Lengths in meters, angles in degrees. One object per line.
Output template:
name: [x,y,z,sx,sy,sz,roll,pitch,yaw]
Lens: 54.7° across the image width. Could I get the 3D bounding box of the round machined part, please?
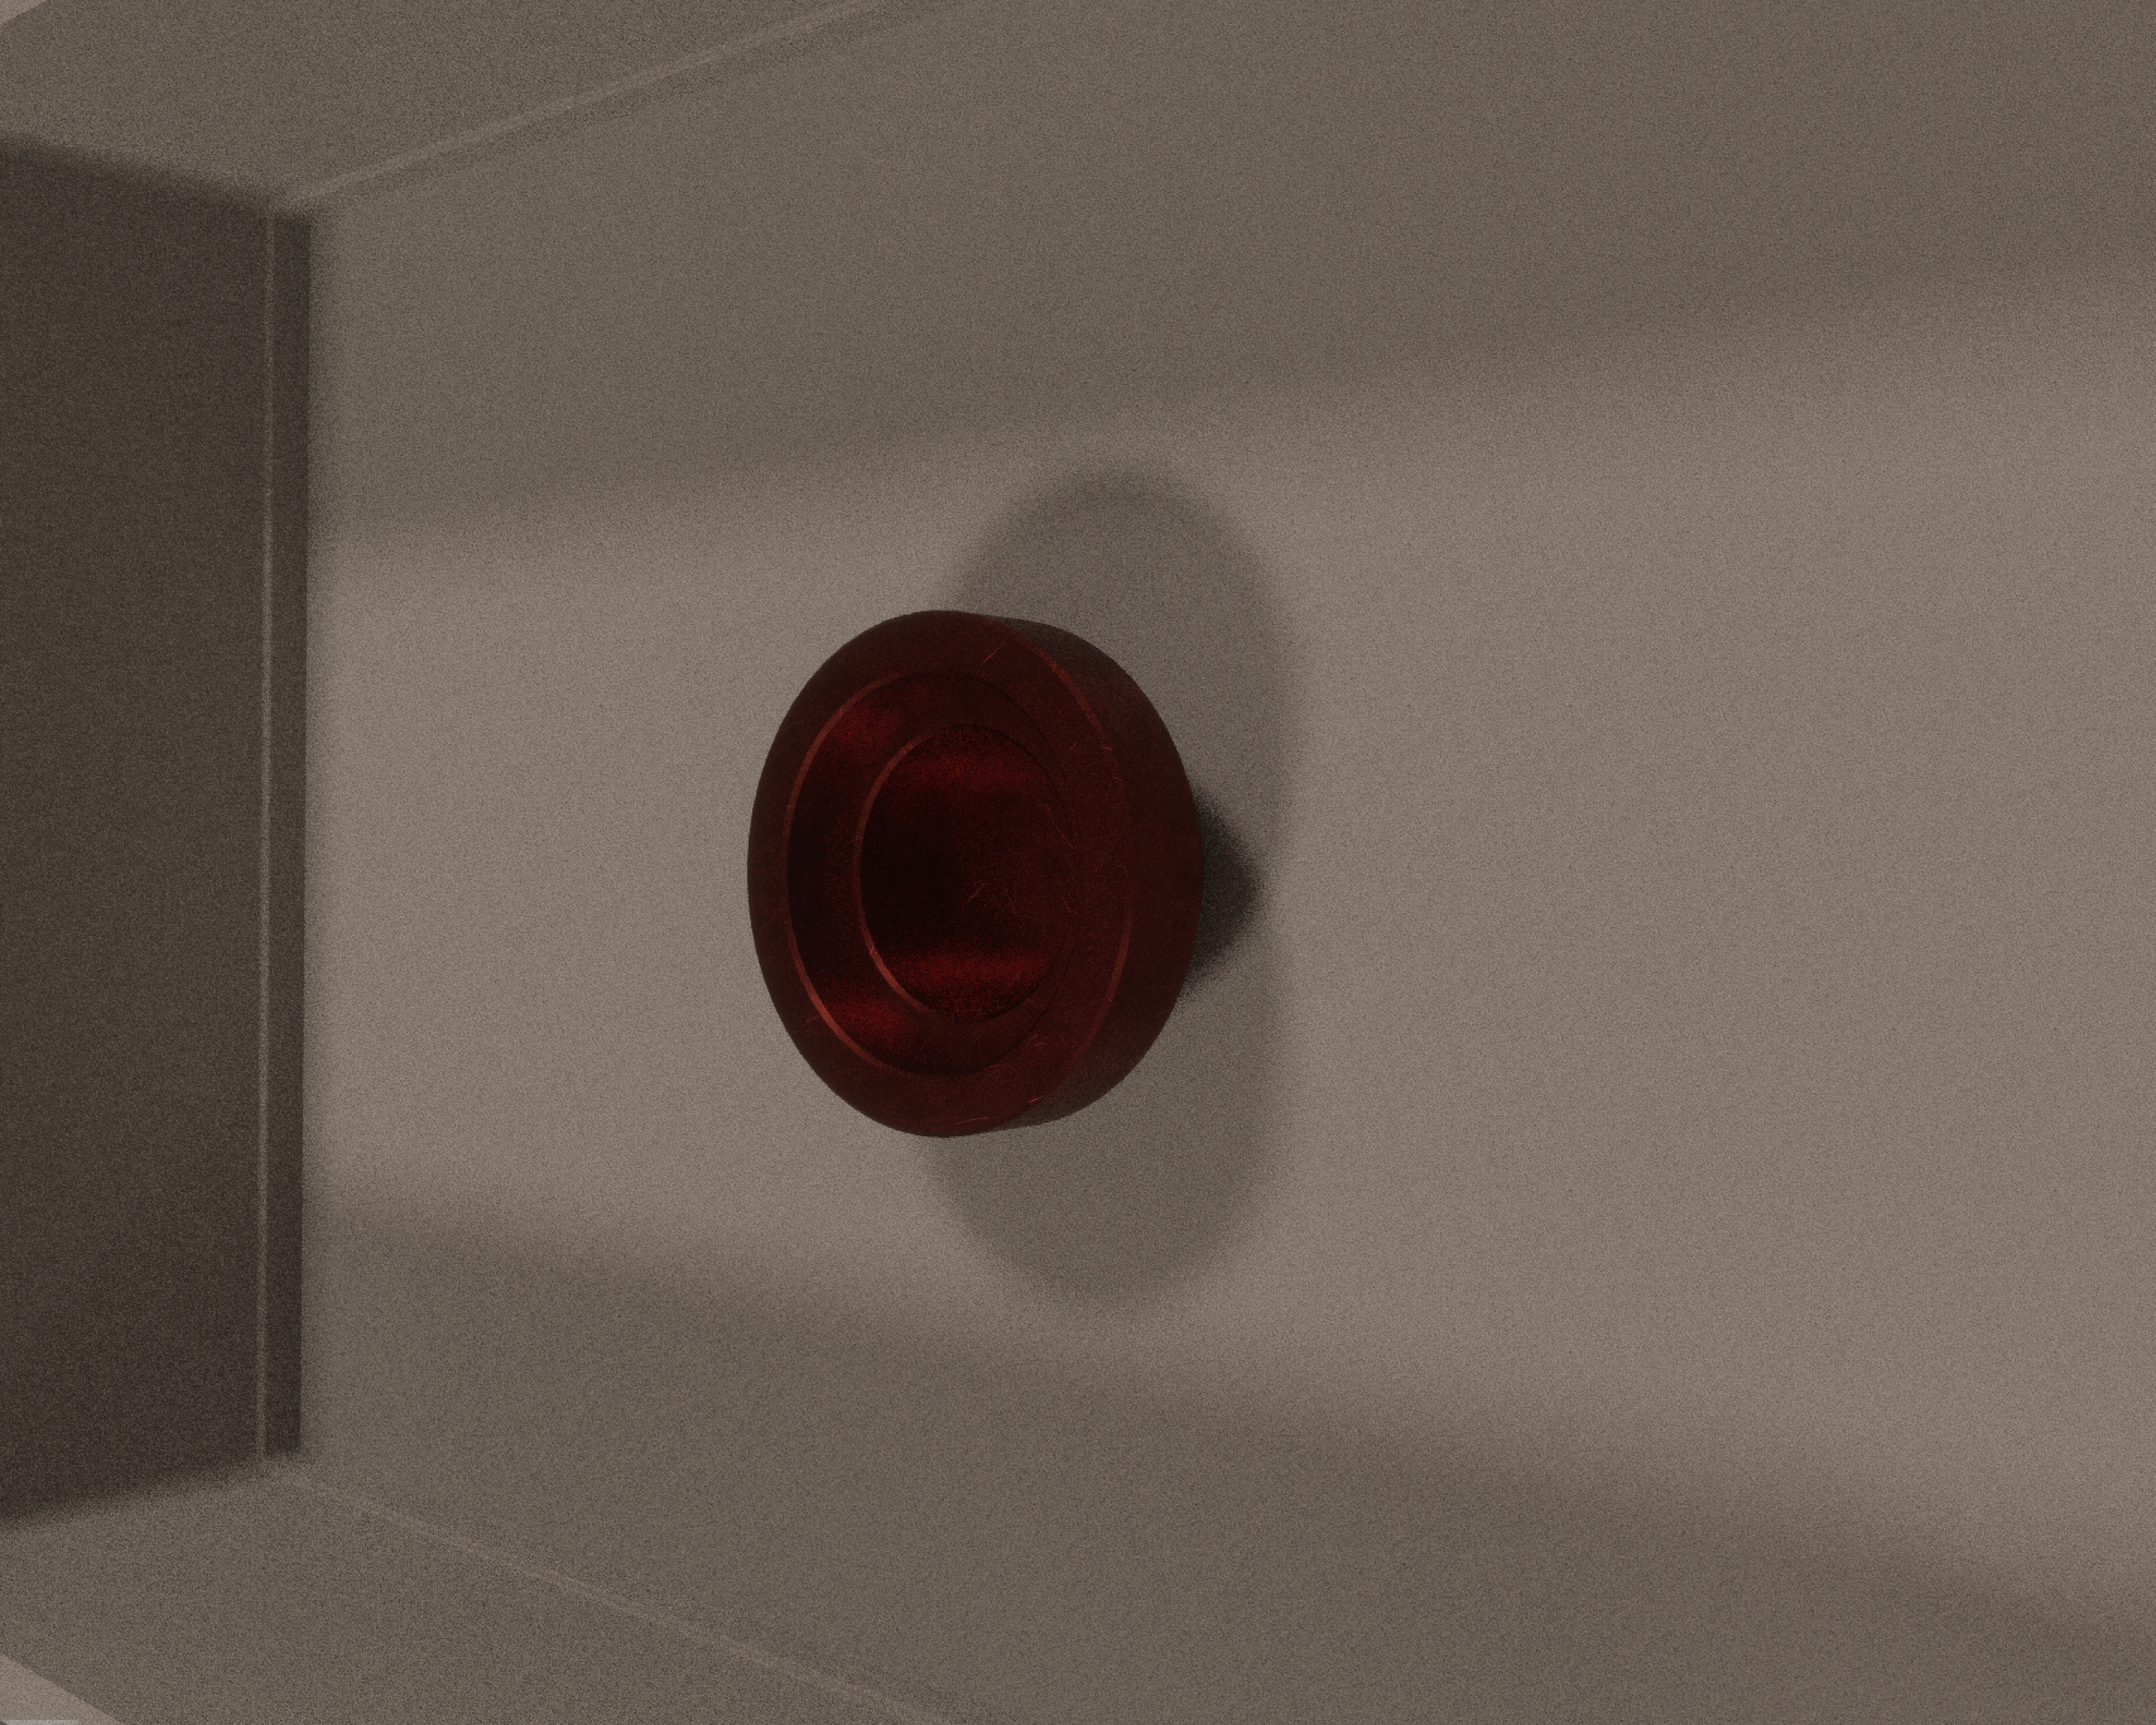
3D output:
round machined part: [-0.015,0.002,0.401,0.098,0.042,0.097,0,90,39]
